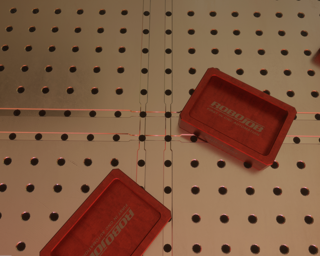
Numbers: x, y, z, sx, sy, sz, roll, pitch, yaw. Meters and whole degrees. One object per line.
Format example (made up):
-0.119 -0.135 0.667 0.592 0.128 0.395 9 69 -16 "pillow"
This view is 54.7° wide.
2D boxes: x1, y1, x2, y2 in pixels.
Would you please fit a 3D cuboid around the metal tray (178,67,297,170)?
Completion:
0.102 -0.014 0.415 0.130 0.030 0.090 29 72 9 "metal tray"

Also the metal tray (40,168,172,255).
-0.060 0.125 0.362 0.090 0.030 0.130 37 74 12 "metal tray"
